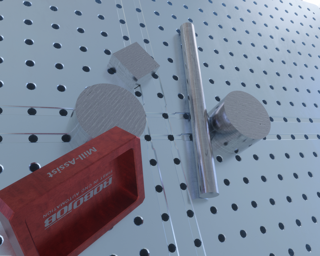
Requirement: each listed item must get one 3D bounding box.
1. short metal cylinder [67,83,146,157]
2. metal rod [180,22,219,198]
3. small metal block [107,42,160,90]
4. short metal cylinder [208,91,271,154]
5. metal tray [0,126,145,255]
[{"bbox_3d":[-0.063,-0.005,0.361,0.081,0.050,0.080,14,56,-21],"label":"short metal cylinder"},{"bbox_3d":[0.055,-0.045,0.464,0.025,0.025,0.299,11,57,-23],"label":"metal rod"},{"bbox_3d":[-0.037,-0.089,0.443,0.050,0.025,0.050,46,51,4],"label":"small metal block"},{"bbox_3d":[0.115,-0.008,0.459,0.081,0.050,0.080,14,56,-21],"label":"short metal cylinder"},{"bbox_3d":[-0.072,0.066,0.287,0.030,0.089,0.131,25,42,35],"label":"metal tray"}]
